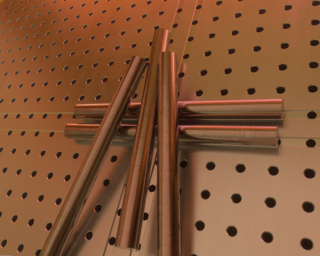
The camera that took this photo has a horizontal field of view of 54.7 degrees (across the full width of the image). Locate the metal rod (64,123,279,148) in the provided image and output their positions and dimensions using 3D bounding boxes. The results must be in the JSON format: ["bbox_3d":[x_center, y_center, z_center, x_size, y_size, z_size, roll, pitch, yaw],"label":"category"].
[{"bbox_3d":[-0.005,0.007,0.406,0.300,0.025,0.025,1,62,28],"label":"metal rod"}]

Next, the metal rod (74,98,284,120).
[{"bbox_3d":[0.005,-0.023,0.419,0.300,0.025,0.025,1,62,28],"label":"metal rod"}]

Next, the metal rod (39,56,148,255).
[{"bbox_3d":[-0.085,0.041,0.402,0.025,0.025,0.299,15,76,34],"label":"metal rod"}]

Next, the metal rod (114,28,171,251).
[{"bbox_3d":[-0.015,-0.007,0.388,0.025,0.025,0.299,-6,59,25],"label":"metal rod"}]

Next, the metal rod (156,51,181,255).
[{"bbox_3d":[0.009,0.043,0.352,0.025,0.025,0.299,-10,64,22],"label":"metal rod"}]
